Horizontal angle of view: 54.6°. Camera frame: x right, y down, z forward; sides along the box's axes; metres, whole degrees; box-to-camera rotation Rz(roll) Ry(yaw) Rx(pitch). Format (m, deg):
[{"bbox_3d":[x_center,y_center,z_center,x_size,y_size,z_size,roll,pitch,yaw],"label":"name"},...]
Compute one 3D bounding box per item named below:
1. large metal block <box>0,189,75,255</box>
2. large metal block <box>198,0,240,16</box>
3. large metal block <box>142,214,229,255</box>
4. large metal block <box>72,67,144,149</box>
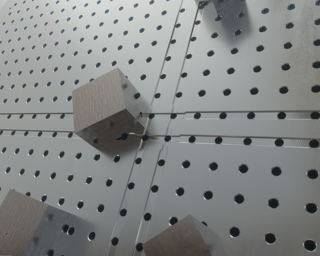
[{"bbox_3d":[-0.172,0.134,0.402,0.080,0.050,0.080,9,66,32],"label":"large metal block"},{"bbox_3d":[0.077,-0.234,0.477,0.050,0.080,0.080,-37,51,4],"label":"large metal block"},{"bbox_3d":[0.037,0.133,0.272,0.050,0.080,0.080,-35,51,6],"label":"large metal block"},{"bbox_3d":[-0.078,-0.029,0.452,0.080,0.050,0.080,-24,53,13],"label":"large metal block"}]
